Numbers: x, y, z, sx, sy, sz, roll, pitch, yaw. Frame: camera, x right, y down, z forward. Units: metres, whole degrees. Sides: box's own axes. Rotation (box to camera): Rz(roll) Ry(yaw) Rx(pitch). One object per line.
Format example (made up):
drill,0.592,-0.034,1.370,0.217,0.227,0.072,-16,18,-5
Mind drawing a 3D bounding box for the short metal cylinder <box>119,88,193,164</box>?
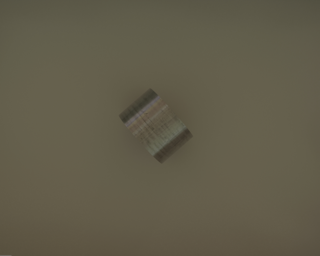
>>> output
short metal cylinder,-0.005,-0.003,0.381,0.050,0.080,0.080,-41,91,0
